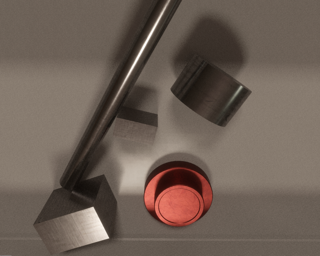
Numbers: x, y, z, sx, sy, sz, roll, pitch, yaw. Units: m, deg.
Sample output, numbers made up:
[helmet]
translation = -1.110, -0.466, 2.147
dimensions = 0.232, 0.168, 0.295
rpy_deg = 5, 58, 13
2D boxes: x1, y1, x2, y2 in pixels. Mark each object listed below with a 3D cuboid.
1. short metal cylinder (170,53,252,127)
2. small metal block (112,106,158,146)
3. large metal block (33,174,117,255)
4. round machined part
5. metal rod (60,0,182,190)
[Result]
[short metal cylinder]
translation = 0.060, -0.045, 0.366
dimensions = 0.080, 0.080, 0.050
rpy_deg = 31, 107, -11
[small metal block]
translation = -0.030, -0.004, 0.396
dimensions = 0.050, 0.050, 0.025
rpy_deg = 13, 110, -5
[large metal block]
translation = -0.110, 0.115, 0.423
dimensions = 0.080, 0.080, 0.050
rpy_deg = -18, 110, 6
[round machined part]
translation = 0.026, 0.100, 0.439
dimensions = 0.099, 0.042, 0.097
rpy_deg = 0, 110, -1
[metal rod]
translation = -0.057, -0.029, 0.364
dimensions = 0.025, 0.025, 0.298
rpy_deg = 28, 121, -10
